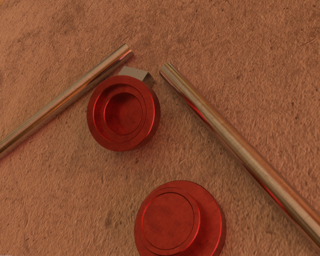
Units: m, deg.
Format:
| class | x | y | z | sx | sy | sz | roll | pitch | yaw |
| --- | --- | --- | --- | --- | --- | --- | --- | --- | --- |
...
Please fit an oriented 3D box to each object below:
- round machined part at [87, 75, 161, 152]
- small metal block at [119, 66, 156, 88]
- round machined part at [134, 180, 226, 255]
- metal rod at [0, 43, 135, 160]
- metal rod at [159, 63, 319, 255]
| class | x | y | z | sx | sy | sz | roll | pitch | yaw |
| --- | --- | --- | --- | --- | --- | --- | --- | --- | --- |
| round machined part | -0.044 | -0.018 | 0.411 | 0.098 | 0.042 | 0.097 | -1 | 87 | 22 |
| small metal block | -0.043 | -0.062 | 0.465 | 0.050 | 0.025 | 0.050 | 21 | 73 | 35 |
| round machined part | 0.016 | 0.101 | 0.323 | 0.098 | 0.042 | 0.098 | -13 | 56 | 21 |
| metal rod | -0.169 | -0.039 | 0.515 | 0.300 | 0.025 | 0.025 | -37 | 51 | 2 |
| metal rod | 0.079 | 0.010 | 0.355 | 0.025 | 0.025 | 0.300 | -38 | 51 | 2 |
